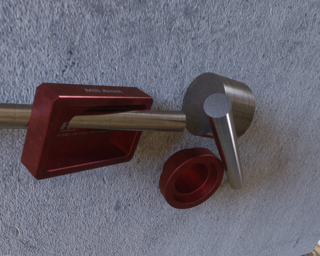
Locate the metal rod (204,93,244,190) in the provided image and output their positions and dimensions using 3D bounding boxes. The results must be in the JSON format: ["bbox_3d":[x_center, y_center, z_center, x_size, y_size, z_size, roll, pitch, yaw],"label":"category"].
[{"bbox_3d":[0.093,0.038,0.410,0.025,0.025,0.300,-39,152,-2],"label":"metal rod"}]

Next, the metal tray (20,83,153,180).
[{"bbox_3d":[-0.073,0.001,0.335,0.131,0.030,0.089,-6,124,-50],"label":"metal tray"}]

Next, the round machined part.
[{"bbox_3d":[0.043,0.070,0.463,0.099,0.042,0.097,-14,124,-21],"label":"round machined part"}]

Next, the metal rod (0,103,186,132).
[{"bbox_3d":[-0.115,-0.011,0.314,0.302,0.025,0.025,1,118,-21],"label":"metal rod"}]

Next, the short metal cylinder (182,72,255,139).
[{"bbox_3d":[0.072,-0.026,0.395,0.050,0.080,0.079,10,113,-33],"label":"short metal cylinder"}]
